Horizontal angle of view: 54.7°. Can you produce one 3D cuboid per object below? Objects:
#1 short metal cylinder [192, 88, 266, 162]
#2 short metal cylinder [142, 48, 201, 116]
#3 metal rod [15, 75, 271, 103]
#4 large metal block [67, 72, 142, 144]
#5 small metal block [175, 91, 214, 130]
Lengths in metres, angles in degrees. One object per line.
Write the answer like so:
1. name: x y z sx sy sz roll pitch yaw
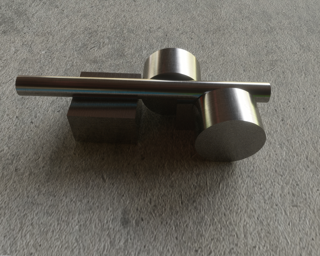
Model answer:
1. short metal cylinder: 0.080 -0.002 0.371 0.081 0.080 0.050 0 50 -1
2. short metal cylinder: 0.016 -0.061 0.421 0.081 0.080 0.050 2 50 1
3. metal rod: -0.019 -0.048 0.378 0.302 0.025 0.025 2 50 -1
4. large metal block: -0.067 -0.027 0.407 0.081 0.050 0.080 3 50 1
5. small metal block: 0.046 -0.022 0.406 0.050 0.050 0.025 1 50 0
